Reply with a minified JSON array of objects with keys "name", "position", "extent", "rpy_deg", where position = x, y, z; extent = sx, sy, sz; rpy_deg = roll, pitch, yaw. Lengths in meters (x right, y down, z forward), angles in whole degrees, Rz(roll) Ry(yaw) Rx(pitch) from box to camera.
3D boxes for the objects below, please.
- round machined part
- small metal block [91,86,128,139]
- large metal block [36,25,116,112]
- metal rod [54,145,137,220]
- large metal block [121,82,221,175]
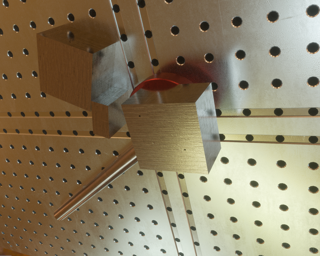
[{"name":"round machined part","position":[0.014,-0.022,0.379],"extent":[0.098,0.042,0.097],"rpy_deg":[13,124,20]},{"name":"small metal block","position":[-0.066,-0.022,0.416],"extent":[0.025,0.050,0.050],"rpy_deg":[17,125,19]},{"name":"large metal block","position":[-0.108,-0.079,0.403],"extent":[0.080,0.050,0.079],"rpy_deg":[22,127,15]},{"name":"metal rod","position":[-0.112,0.100,0.531],"extent":[0.025,0.025,0.299],"rpy_deg":[47,129,-5]},{"name":"large metal block","position":[0.015,0.000,0.333],"extent":[0.080,0.050,0.080],"rpy_deg":[1,119,27]}]
